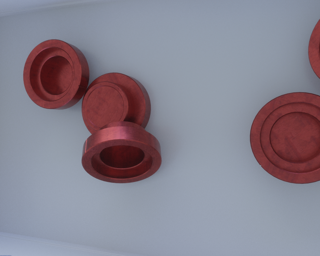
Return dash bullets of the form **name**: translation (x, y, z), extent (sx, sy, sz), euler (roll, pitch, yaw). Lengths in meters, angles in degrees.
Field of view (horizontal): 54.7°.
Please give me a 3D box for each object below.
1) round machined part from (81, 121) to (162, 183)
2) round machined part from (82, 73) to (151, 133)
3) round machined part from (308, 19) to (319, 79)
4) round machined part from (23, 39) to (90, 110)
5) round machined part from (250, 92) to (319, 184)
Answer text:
- **round machined part**: translation (-0.049, 0.028, 0.398), extent (0.098, 0.098, 0.042), euler (-22, 48, 18)
- **round machined part**: translation (-0.066, -0.027, 0.424), extent (0.098, 0.042, 0.097), euler (0, 90, 19)
- **round machined part**: translation (0.209, -0.084, 0.314), extent (0.098, 0.042, 0.097), euler (-2, 87, 50)
- **round machined part**: translation (-0.145, -0.075, 0.451), extent (0.098, 0.042, 0.097), euler (0, 90, 19)
- **round machined part**: translation (0.153, 0.011, 0.348), extent (0.098, 0.042, 0.097), euler (0, 90, 19)
